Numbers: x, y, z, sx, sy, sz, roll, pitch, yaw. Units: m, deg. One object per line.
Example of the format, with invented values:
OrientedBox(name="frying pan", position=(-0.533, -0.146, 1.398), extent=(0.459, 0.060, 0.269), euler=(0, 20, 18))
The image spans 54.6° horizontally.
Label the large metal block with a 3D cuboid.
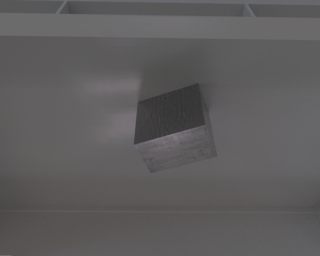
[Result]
OrientedBox(name="large metal block", position=(0.018, -0.001, 0.372), extent=(0.080, 0.080, 0.050), euler=(-16, 128, 13))
